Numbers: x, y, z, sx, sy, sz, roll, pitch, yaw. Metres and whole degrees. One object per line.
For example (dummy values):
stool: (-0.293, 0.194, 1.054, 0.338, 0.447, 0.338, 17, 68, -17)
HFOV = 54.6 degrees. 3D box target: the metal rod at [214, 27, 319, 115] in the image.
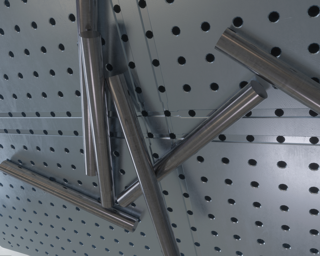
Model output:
metal rod: (0.187, -0.009, 0.306, 0.300, 0.025, 0.025, 34, 129, 5)

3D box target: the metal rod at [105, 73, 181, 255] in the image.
metal rod: (-0.017, 0.072, 0.432, 0.025, 0.025, 0.299, -10, 104, 32)

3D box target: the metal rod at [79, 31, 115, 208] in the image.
metal rod: (-0.086, 0.010, 0.450, 0.025, 0.025, 0.298, 17, 129, 19)

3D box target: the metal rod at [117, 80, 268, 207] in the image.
metal rod: (0.022, 0.040, 0.424, 0.025, 0.025, 0.299, 44, 129, -2)

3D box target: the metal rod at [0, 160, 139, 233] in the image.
metal rod: (-0.179, 0.123, 0.582, 0.301, 0.025, 0.025, 19, 126, 17)

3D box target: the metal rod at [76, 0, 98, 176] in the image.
metal rod: (-0.098, -0.051, 0.431, 0.025, 0.025, 0.298, 19, 126, 17)
